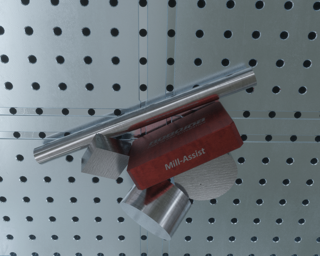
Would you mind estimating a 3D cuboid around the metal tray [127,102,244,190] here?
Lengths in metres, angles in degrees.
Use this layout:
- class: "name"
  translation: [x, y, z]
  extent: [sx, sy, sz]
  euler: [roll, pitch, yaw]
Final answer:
- class: "metal tray"
  translation: [0.027, 0.018, 0.382]
  extent: [0.130, 0.090, 0.030]
  euler: [-25, 108, 9]

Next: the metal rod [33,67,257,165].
- class: "metal rod"
  translation: [-0.024, -0.013, 0.404]
  extent: [0.301, 0.025, 0.025]
  euler: [-20, 109, 7]

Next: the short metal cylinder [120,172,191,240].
- class: "short metal cylinder"
  translation: [-0.006, 0.103, 0.411]
  extent: [0.080, 0.080, 0.050]
  euler: [45, 63, -15]

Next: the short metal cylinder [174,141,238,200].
- class: "short metal cylinder"
  translation: [0.056, 0.048, 0.409]
  extent: [0.081, 0.050, 0.079]
  euler: [-2, 119, -4]

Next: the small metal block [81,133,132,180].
- class: "small metal block"
  translation: [-0.071, 0.039, 0.410]
  extent: [0.050, 0.025, 0.050]
  euler: [18, 126, -27]
